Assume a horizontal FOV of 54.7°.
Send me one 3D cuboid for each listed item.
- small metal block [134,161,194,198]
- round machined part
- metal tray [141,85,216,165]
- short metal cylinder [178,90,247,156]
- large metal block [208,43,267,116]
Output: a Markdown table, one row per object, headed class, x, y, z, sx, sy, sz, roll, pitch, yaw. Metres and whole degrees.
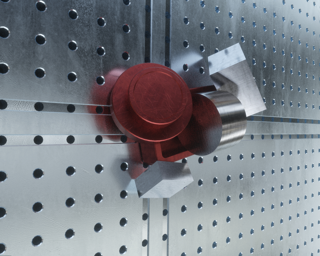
| class | x | y | z | sx | sy | sz | roll | pitch | yaw |
| --- | --- | --- | --- | --- | --- | --- | --- | --- | --- |
| small metal block | 0.005 | 0.066 | 0.390 | 0.050 | 0.050 | 0.025 | 10 | 50 | -39 |
| round machined part | -0.007 | -0.032 | 0.363 | 0.099 | 0.042 | 0.098 | 4 | 75 | -15 |
| metal tray | 0.031 | -0.007 | 0.429 | 0.131 | 0.030 | 0.089 | -15 | 100 | -39 |
| short metal cylinder | 0.065 | -0.008 | 0.407 | 0.050 | 0.080 | 0.079 | -12 | 98 | -40 |
| large metal block | 0.111 | -0.068 | 0.456 | 0.080 | 0.050 | 0.080 | 59 | 20 | -24 |
